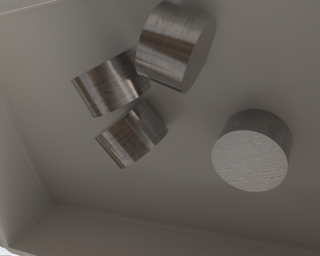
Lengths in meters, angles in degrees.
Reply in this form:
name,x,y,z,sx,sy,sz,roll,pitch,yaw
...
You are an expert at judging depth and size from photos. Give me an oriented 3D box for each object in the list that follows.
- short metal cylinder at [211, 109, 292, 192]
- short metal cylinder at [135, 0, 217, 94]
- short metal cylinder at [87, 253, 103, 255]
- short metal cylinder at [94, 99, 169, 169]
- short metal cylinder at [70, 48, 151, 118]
name,x,y,z,sx,sy,sz,roll,pitch,yaw
short metal cylinder,0.105,0.025,0.353,0.080,0.050,0.079,13,124,21
short metal cylinder,0.017,-0.081,0.314,0.050,0.080,0.079,25,127,13
short metal cylinder,-0.139,0.316,0.664,0.080,0.050,0.079,13,124,21
short metal cylinder,-0.036,0.007,0.396,0.080,0.080,0.050,-32,101,38
short metal cylinder,-0.058,-0.054,0.370,0.080,0.080,0.050,-17,110,35
